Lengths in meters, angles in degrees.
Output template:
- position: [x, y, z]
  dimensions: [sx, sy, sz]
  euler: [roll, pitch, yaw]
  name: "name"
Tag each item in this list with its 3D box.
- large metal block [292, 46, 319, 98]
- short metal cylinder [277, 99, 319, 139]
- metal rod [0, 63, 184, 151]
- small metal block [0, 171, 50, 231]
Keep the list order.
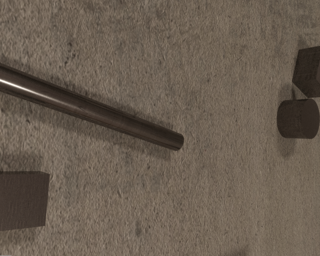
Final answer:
- position: [0.339, -0.120, 0.677]
  dimensions: [0.080, 0.050, 0.080]
  euler: [29, 72, -37]
  name: "large metal block"
- position: [0.281, -0.018, 0.629]
  dimensions: [0.081, 0.050, 0.079]
  euler: [0, 90, -40]
  name: "short metal cylinder"
- position: [-0.086, -0.023, 0.333]
  dimensions: [0.302, 0.025, 0.025]
  euler: [21, 77, -38]
  name: "metal rod"
- position: [-0.136, 0.067, 0.292]
  dimensions: [0.050, 0.025, 0.050]
  euler: [7, 86, -40]
  name: "small metal block"
